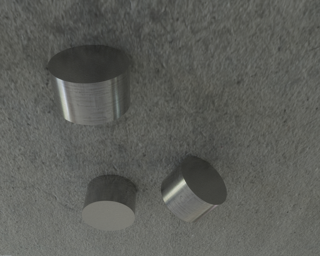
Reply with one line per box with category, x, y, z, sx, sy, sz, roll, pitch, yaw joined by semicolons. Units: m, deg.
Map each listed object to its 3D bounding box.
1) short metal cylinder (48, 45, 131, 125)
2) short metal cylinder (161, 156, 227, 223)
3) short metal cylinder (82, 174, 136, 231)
short metal cylinder;-0.072;-0.048;0.330;0.081;0.080;0.050;1;130;-2
short metal cylinder;0.049;0.088;0.447;0.080;0.080;0.050;26;125;-21
short metal cylinder;-0.079;0.119;0.491;0.081;0.050;0.079;0;130;0
